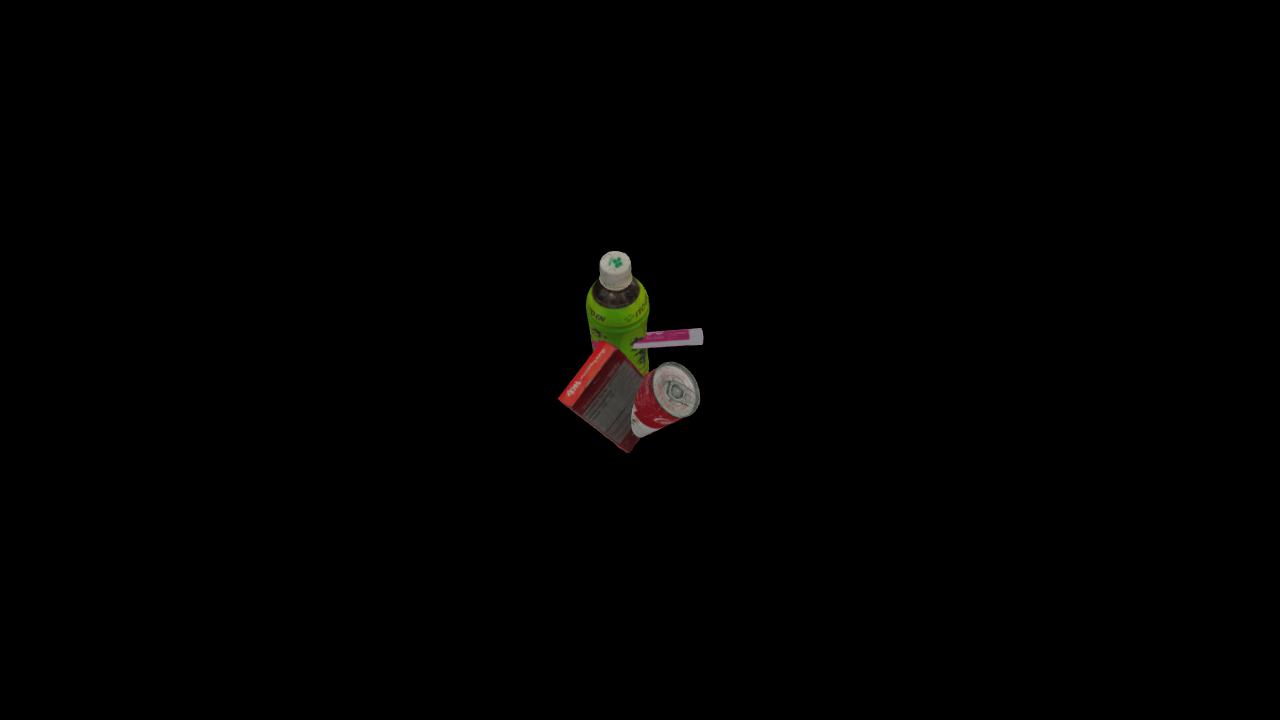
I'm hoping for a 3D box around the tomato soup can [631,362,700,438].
[{"bbox_3d":[0.014,0.051,0.735,0.068,0.068,0.101,0,-21,-37],"label":"tomato soup can"}]

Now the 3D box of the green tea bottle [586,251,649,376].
[{"bbox_3d":[-0.024,-0.038,0.683,0.073,0.073,0.212,0,-35,2],"label":"green tea bottle"}]

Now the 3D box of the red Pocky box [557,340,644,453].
[{"bbox_3d":[-0.027,0.046,0.706,0.028,0.083,0.155,33,-9,34],"label":"red Pocky box"}]

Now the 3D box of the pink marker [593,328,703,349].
[{"bbox_3d":[0.008,-0.022,0.674,0.121,0.020,0.020,-4,0,-4],"label":"pink marker"}]
